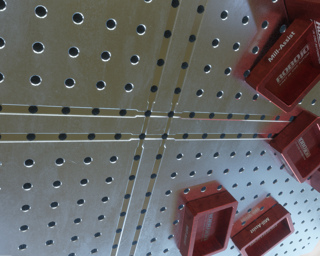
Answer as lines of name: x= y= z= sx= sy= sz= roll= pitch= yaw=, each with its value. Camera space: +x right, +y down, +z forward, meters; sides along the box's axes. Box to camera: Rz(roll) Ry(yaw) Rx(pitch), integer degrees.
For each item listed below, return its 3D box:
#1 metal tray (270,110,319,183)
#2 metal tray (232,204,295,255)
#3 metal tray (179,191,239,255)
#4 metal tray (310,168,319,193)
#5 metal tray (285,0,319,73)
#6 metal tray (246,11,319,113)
metal tray: x=0.266 y=0.038 z=0.575 sx=0.090 sy=0.030 sz=0.130 roll=-44 pitch=129 yaw=2
metal tray: x=0.226 y=0.232 z=0.673 sx=0.130 sy=0.030 sz=0.090 roll=-35 pitch=129 yaw=-5
metal tray: x=0.087 y=0.183 z=0.567 sx=0.091 sy=0.030 sz=0.129 roll=-10 pitch=123 yaw=-23
metal tray: x=0.381 y=0.074 z=0.660 sx=0.130 sy=0.030 sz=0.090 roll=-33 pitch=129 yaw=-7
metal tray: x=0.225 y=-0.121 z=0.415 sx=0.030 sy=0.090 sz=0.130 roll=-41 pitch=129 yaw=-3
metal tray: x=0.197 y=-0.093 z=0.444 sx=0.090 sy=0.030 sz=0.130 roll=26 pitch=111 yaw=-34
